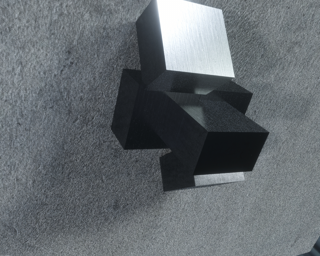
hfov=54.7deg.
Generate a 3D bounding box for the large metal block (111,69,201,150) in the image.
[{"bbox_3d":[-0.007,-0.022,0.374,0.081,0.050,0.079,1,118,-29],"label":"large metal block"}]

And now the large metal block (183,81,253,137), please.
[{"bbox_3d":[0.065,-0.022,0.414,0.081,0.050,0.079,1,118,-29],"label":"large metal block"}]

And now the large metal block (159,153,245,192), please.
[{"bbox_3d":[0.056,0.057,0.432,0.081,0.080,0.050,0,75,-29],"label":"large metal block"}]

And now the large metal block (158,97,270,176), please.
[{"bbox_3d":[0.056,0.007,0.345,0.081,0.080,0.050,1,118,-29],"label":"large metal block"}]

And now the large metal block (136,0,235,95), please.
[{"bbox_3d":[0.025,-0.084,0.328,0.081,0.050,0.080,1,74,-29],"label":"large metal block"}]
